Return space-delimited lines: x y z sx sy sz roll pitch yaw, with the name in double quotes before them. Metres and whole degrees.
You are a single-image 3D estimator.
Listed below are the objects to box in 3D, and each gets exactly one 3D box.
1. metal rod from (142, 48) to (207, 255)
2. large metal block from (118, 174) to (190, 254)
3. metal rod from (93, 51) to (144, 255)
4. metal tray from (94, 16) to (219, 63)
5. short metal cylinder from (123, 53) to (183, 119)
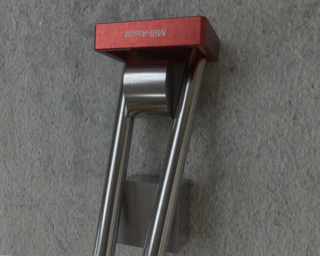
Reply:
"metal rod" 0.015 0.046 0.355 0.025 0.025 0.299 9 78 19
"large metal block" -0.008 0.105 0.396 0.080 0.050 0.079 2 91 19
"metal rod" -0.051 0.042 0.379 0.025 0.025 0.299 2 76 19
"metal tray" -0.001 -0.102 0.375 0.130 0.090 0.030 3 91 19
"short metal cylinder" -0.005 -0.050 0.382 0.050 0.080 0.079 2 91 19
